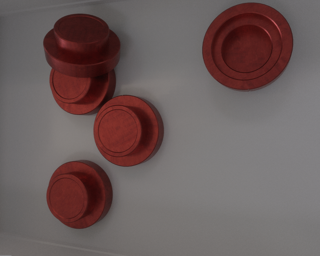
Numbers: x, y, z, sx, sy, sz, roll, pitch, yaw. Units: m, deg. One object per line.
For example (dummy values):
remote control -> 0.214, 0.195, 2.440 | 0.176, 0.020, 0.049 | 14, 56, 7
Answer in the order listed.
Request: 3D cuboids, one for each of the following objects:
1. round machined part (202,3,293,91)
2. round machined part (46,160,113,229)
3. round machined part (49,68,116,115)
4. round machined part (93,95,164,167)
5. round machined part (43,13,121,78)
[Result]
round machined part -> 0.103, -0.091, 0.365 | 0.098, 0.042, 0.097 | 0, 90, 20
round machined part -> -0.122, 0.096, 0.444 | 0.098, 0.042, 0.097 | 0, 90, 20
round machined part -> -0.117, -0.067, 0.443 | 0.098, 0.042, 0.097 | 0, 90, 20
round machined part -> -0.048, 0.004, 0.418 | 0.098, 0.042, 0.097 | 0, 90, 20
round machined part -> -0.102, -0.114, 0.406 | 0.098, 0.098, 0.042 | 32, 142, 17
